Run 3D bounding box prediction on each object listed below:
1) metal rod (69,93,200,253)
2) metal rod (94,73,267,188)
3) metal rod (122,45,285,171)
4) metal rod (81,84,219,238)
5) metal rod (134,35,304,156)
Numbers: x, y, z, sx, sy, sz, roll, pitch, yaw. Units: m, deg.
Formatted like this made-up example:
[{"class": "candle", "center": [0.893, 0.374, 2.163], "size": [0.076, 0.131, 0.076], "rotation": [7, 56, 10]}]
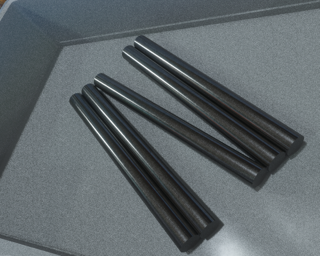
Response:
[{"class": "metal rod", "center": [-0.052, 0.036, 0.410], "size": [0.025, 0.025, 0.300], "rotation": [-44, 51, -2]}, {"class": "metal rod", "center": [0.003, -0.013, 0.411], "size": [0.300, 0.025, 0.025], "rotation": [33, 80, 38]}, {"class": "metal rod", "center": [0.035, -0.044, 0.413], "size": [0.025, 0.025, 0.300], "rotation": [-45, 51, -3]}, {"class": "metal rod", "center": [-0.032, 0.021, 0.409], "size": [0.025, 0.025, 0.300], "rotation": [-44, 51, -2]}, {"class": "metal rod", "center": [0.054, -0.061, 0.413], "size": [0.025, 0.025, 0.300], "rotation": [-45, 51, -3]}]
